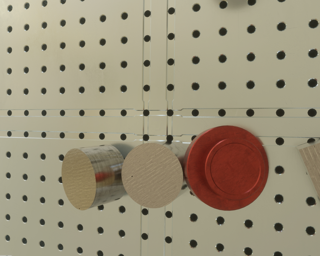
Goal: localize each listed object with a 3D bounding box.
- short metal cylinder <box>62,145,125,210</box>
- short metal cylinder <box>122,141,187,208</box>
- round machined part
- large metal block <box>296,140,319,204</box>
[{"bbox_3d":[-0.088,0.064,0.416,0.080,0.050,0.079,5,97,43],"label":"short metal cylinder"},{"bbox_3d":[-0.002,0.058,0.400,0.080,0.050,0.079,0,90,20],"label":"short metal cylinder"},{"bbox_3d":[0.079,0.045,0.354,0.099,0.042,0.097,1,86,-8],"label":"round machined part"},{"bbox_3d":[0.202,0.045,0.328,0.080,0.050,0.080,-22,83,18],"label":"large metal block"}]
